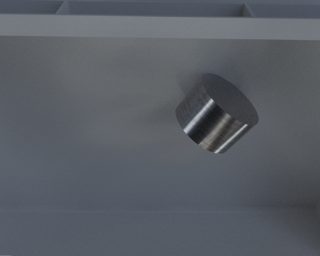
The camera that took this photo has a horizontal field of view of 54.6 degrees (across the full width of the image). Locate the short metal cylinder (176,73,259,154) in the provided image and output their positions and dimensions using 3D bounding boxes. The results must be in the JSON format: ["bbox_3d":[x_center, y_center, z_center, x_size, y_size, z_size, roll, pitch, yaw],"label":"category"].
[{"bbox_3d":[0.065,-0.017,0.359,0.080,0.080,0.050,26,125,-20],"label":"short metal cylinder"}]
